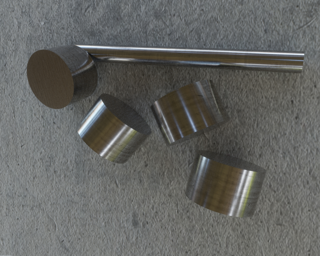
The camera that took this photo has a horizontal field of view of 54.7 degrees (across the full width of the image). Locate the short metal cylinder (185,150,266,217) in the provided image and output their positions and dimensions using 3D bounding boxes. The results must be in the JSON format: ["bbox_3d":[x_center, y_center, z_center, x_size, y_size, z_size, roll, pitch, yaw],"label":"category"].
[{"bbox_3d":[0.074,0.061,0.354,0.080,0.080,0.050,16,96,19],"label":"short metal cylinder"}]

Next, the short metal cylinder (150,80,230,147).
[{"bbox_3d":[0.036,-0.016,0.367,0.080,0.080,0.050,-25,82,18],"label":"short metal cylinder"}]

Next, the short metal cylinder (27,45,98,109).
[{"bbox_3d":[-0.135,-0.072,0.429,0.080,0.050,0.079,10,115,24],"label":"short metal cylinder"}]

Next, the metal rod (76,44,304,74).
[{"bbox_3d":[0.021,-0.092,0.401,0.301,0.025,0.025,7,93,19],"label":"metal rod"}]

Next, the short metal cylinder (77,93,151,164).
[{"bbox_3d":[-0.058,0.000,0.400,0.080,0.080,0.050,44,104,14],"label":"short metal cylinder"}]
